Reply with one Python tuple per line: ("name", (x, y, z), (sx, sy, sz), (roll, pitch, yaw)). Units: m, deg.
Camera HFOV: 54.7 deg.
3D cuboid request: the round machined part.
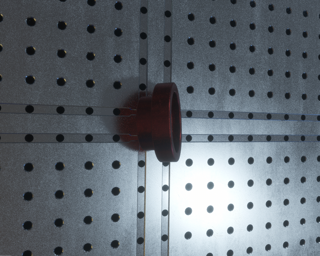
("round machined part", (-0.001, -0.006, 0.384), (0.042, 0.098, 0.097), (-2, 91, 11))
